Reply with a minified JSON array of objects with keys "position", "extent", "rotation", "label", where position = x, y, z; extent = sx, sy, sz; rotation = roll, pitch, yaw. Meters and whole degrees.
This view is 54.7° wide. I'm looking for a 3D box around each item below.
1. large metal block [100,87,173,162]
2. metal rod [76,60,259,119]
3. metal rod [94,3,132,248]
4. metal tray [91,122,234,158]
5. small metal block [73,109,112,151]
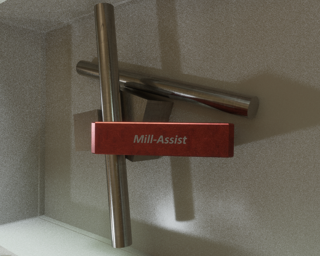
[{"position":[-0.038,-0.008,0.418],"extent":[0.080,0.050,0.079],"rotation":[23,104,37],"label":"large metal block"},{"position":[-0.015,-0.060,0.416],"extent":[0.300,0.025,0.025],"rotation":[19,102,38],"label":"metal rod"},{"position":[-0.059,-0.007,0.386],"extent":[0.025,0.025,0.298],"rotation":[-8,85,39],"label":"metal rod"},{"position":[0.006,0.009,0.321],"extent":[0.131,0.090,0.030],"rotation":[1,92,8],"label":"metal tray"},{"position":[-0.088,0.004,0.409],"extent":[0.050,0.025,0.050],"rotation":[-8,84,39],"label":"small metal block"}]
